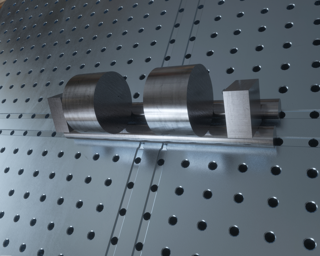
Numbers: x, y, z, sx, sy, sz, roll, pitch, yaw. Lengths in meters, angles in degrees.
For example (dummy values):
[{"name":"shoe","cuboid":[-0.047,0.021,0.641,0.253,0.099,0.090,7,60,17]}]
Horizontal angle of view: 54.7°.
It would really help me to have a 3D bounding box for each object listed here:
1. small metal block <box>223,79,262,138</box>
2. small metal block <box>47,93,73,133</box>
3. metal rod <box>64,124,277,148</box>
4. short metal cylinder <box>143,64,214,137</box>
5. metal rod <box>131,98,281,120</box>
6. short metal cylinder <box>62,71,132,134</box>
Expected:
[{"name":"small metal block","cuboid":[0.089,-0.022,0.329,0.025,0.050,0.050,0,21,29]},{"name":"small metal block","cuboid":[-0.129,-0.026,0.447,0.025,0.050,0.050,1,20,29]},{"name":"metal rod","cuboid":[-0.007,0.007,0.408,0.300,0.025,0.025,1,62,28]},{"name":"short metal cylinder","cuboid":[0.023,-0.030,0.351,0.050,0.080,0.080,1,62,29]},{"name":"metal rod","cuboid":[0.003,-0.024,0.421,0.300,0.025,0.025,1,62,28]},{"name":"short metal cylinder","cuboid":[-0.080,-0.032,0.407,0.050,0.080,0.080,1,62,29]}]
